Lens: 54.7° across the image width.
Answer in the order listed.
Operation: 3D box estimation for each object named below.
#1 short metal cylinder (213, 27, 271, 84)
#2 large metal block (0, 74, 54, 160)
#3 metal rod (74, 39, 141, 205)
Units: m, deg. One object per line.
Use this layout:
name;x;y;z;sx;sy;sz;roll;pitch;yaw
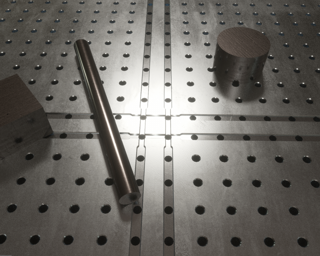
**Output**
short metal cylinder;0.127;-0.116;0.490;0.081;0.050;0.080;0;50;0
large metal block;-0.200;-0.015;0.401;0.081;0.050;0.080;-31;57;-24
metal rod;-0.083;-0.031;0.432;0.025;0.025;0.299;-15;52;-13
